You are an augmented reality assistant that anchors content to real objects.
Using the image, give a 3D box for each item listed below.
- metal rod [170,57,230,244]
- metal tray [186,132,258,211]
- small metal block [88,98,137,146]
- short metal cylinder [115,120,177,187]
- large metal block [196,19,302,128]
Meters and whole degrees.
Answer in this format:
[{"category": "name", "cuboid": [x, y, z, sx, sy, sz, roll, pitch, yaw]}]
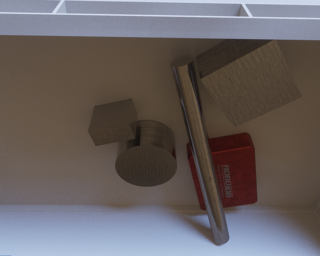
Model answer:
[{"category": "metal rod", "cuboid": [0.060, 0.051, 0.411, 0.025, 0.025, 0.298, -11, 122, 9]}, {"category": "metal tray", "cuboid": [0.096, 0.070, 0.467, 0.090, 0.030, 0.129, -10, 130, 8]}, {"category": "small metal block", "cuboid": [-0.057, -0.008, 0.385, 0.050, 0.050, 0.025, -11, 129, 8]}, {"category": "short metal cylinder", "cuboid": [-0.018, 0.035, 0.423, 0.081, 0.050, 0.079, 0, 130, 0]}, {"category": "large metal block", "cuboid": [0.097, -0.058, 0.345, 0.080, 0.050, 0.080, -27, 126, 21]}]
